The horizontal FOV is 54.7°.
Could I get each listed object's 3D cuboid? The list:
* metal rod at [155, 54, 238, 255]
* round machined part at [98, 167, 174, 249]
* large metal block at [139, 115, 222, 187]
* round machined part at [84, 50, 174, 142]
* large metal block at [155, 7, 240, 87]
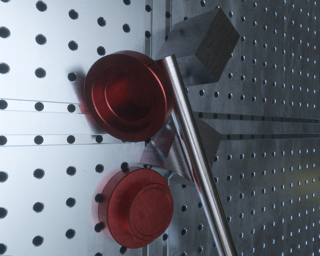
[{"bbox_3d":[0.052,0.056,0.387,0.025,0.025,0.298,-31,110,-36],"label":"metal rod"},{"bbox_3d":[-0.022,0.098,0.380,0.099,0.042,0.097,0,90,-40],"label":"round machined part"},{"bbox_3d":[0.030,0.028,0.418,0.080,0.050,0.080,33,69,-35],"label":"large metal block"},{"bbox_3d":[-0.030,-0.037,0.342,0.042,0.098,0.097,-46,120,-56],"label":"round machined part"},{"bbox_3d":[0.047,-0.103,0.413,0.050,0.080,0.080,42,64,-32],"label":"large metal block"}]
